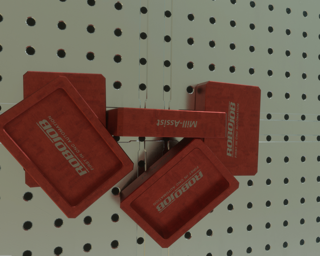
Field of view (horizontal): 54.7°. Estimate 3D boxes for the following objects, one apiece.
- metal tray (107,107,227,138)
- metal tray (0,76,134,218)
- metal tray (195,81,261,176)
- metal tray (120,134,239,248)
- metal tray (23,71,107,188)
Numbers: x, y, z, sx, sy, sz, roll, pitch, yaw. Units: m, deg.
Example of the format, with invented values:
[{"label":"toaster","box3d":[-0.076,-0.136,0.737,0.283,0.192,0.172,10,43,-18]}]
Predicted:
[{"label":"metal tray","box3d":[0.004,-0.005,0.379,0.131,0.090,0.030,2,90,-20]},{"label":"metal tray","box3d":[-0.103,0.021,0.339,0.090,0.030,0.130,-40,103,-16]},{"label":"metal tray","box3d":[0.097,0.002,0.446,0.091,0.030,0.129,3,89,-21]},{"label":"metal tray","box3d":[0.024,0.081,0.400,0.130,0.030,0.090,-41,105,2]},{"label":"metal tray","box3d":[-0.112,0.001,0.369,0.091,0.030,0.129,-1,91,-20]}]
